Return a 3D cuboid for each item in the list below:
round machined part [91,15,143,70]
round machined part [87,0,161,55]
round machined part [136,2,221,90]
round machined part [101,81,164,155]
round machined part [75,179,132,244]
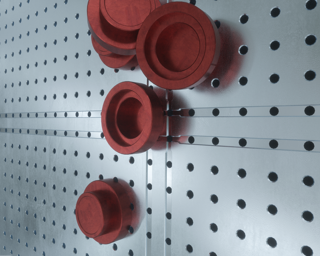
[{"bbox_3d":[-0.063,-0.136,0.451,0.098,0.042,0.097,0,90,40],"label":"round machined part"},{"bbox_3d":[-0.043,-0.147,0.396,0.042,0.099,0.098,145,118,-75],"label":"round machined part"},{"bbox_3d":[0.024,-0.095,0.369,0.098,0.042,0.097,4,99,25],"label":"round machined part"},{"bbox_3d":[-0.033,-0.013,0.427,0.098,0.042,0.097,0,90,40],"label":"round machined part"},{"bbox_3d":[-0.093,0.129,0.476,0.098,0.042,0.097,0,90,40],"label":"round machined part"}]
